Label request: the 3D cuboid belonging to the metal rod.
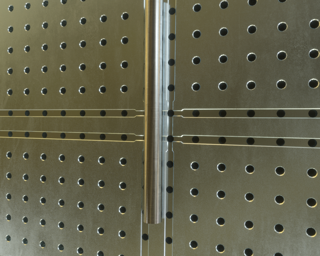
[{"bbox_3d":[-0.009,-0.024,0.416,0.025,0.025,0.298,1,90,20],"label":"metal rod"}]
